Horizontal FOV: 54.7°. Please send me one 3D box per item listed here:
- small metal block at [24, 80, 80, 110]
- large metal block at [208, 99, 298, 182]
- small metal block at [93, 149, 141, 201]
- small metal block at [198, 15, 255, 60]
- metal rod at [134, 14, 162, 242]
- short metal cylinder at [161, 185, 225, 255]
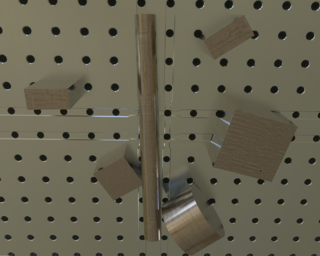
[{"bbox_3d":[-0.131,-0.042,0.383,0.050,0.050,0.025,-1,110,0],"label":"small metal block"},{"bbox_3d":[0.117,0.015,0.408,0.081,0.050,0.079,15,109,-6],"label":"large metal block"},{"bbox_3d":[-0.057,0.066,0.437,0.050,0.025,0.050,-30,108,10],"label":"small metal block"},{"bbox_3d":[0.075,-0.107,0.362,0.050,0.050,0.025,-31,108,10],"label":"small metal block"},{"bbox_3d":[-0.014,0.011,0.403,0.025,0.025,0.298,-2,105,0],"label":"metal rod"},{"bbox_3d":[0.046,0.127,0.432,0.050,0.080,0.080,-36,107,12],"label":"short metal cylinder"}]
